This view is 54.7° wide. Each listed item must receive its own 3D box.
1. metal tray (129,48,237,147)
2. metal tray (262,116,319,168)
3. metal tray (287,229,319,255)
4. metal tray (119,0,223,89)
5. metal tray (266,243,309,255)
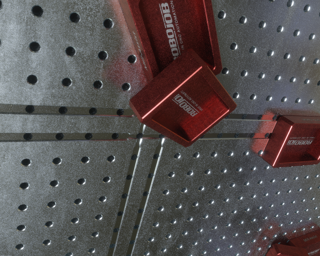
[{"bbox_3d":[0.034,-0.028,0.375,0.090,0.030,0.130,-41,150,11],"label":"metal tray"},{"bbox_3d":[0.258,0.025,0.567,0.131,0.030,0.089,0,118,-29],"label":"metal tray"},{"bbox_3d":[0.385,0.326,0.825,0.131,0.030,0.089,-6,121,-26],"label":"metal tray"},{"bbox_3d":[0.017,-0.105,0.353,0.090,0.030,0.129,-28,128,-11],"label":"metal tray"},{"bbox_3d":[0.301,0.349,0.771,0.091,0.030,0.129,13,117,-11],"label":"metal tray"}]
